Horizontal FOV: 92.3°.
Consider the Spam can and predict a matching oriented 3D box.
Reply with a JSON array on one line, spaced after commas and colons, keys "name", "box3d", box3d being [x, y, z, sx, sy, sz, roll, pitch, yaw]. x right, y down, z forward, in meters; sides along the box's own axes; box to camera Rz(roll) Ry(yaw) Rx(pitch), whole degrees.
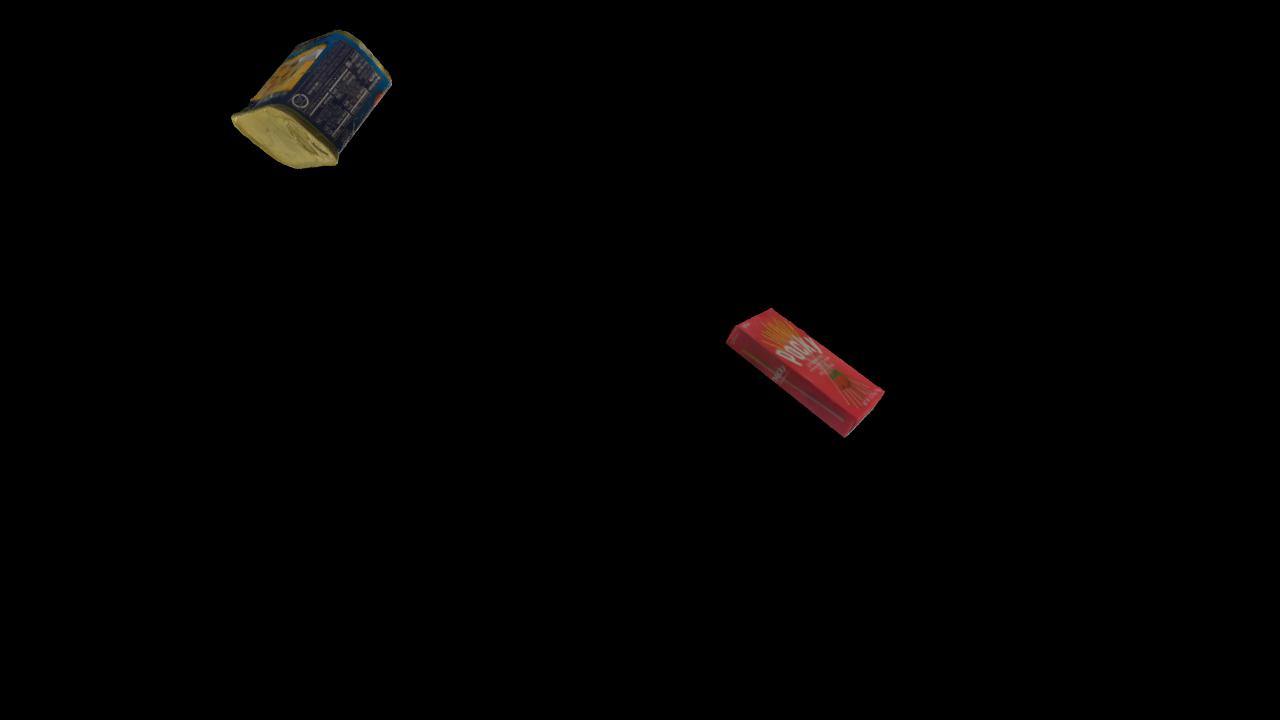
[{"name": "Spam can", "box3d": [-0.256, -0.203, 0.483, 0.101, 0.085, 0.058, 11, -23, 37]}]

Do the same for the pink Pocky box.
[{"name": "pink Pocky box", "box3d": [0.172, 0.008, 0.641, 0.155, 0.029, 0.084, 41, 38, 20]}]
